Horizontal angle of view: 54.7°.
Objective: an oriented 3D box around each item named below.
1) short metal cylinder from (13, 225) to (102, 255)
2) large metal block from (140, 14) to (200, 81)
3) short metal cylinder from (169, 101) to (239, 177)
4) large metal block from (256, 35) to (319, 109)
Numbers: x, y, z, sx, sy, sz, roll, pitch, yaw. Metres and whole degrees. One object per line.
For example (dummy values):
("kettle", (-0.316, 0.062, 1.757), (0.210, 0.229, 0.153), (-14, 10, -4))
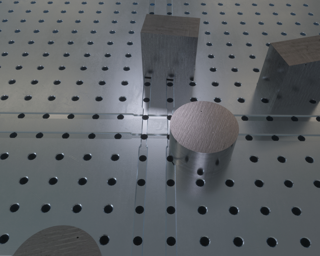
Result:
("short metal cylinder", (-0.088, 0.136, 0.277), (0.080, 0.050, 0.080), (0, 50, 0))
("large metal block", (0.016, -0.122, 0.475), (0.080, 0.080, 0.050), (6, 51, 5))
("short metal cylinder", (0.052, 0.013, 0.381), (0.080, 0.050, 0.080), (0, 50, 0))
("large metal block", (0.194, -0.078, 0.439), (0.081, 0.080, 0.050), (-11, 51, -9))
